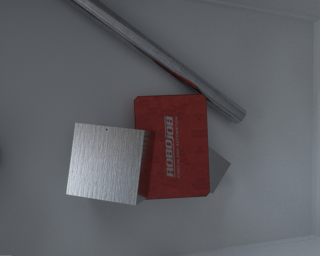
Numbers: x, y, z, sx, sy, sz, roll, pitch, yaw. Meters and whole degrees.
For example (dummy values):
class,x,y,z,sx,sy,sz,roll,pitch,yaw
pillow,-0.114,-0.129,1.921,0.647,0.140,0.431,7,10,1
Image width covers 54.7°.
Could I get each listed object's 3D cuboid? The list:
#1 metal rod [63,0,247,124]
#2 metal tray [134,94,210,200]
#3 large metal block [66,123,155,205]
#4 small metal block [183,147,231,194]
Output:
class,x,y,z,sx,sy,sz,roll,pitch,yaw
metal rod,-0.003,-0.095,0.410,0.301,0.025,0.025,33,79,-18
metal tray,0.015,0.023,0.400,0.091,0.030,0.129,-2,91,-3
large metal block,-0.055,0.039,0.359,0.080,0.050,0.080,6,88,12
small metal block,0.063,0.056,0.435,0.050,0.025,0.050,37,78,-17
